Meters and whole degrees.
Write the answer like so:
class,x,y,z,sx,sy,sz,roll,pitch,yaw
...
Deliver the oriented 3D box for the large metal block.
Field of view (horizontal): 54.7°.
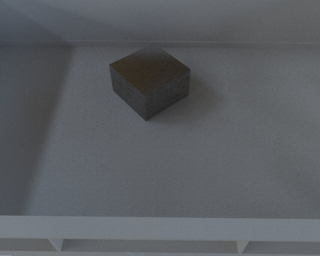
class,x,y,z,sx,sy,sz,roll,pitch,yaw
large metal block,-0.014,-0.068,0.446,0.080,0.050,0.080,-32,57,-24
